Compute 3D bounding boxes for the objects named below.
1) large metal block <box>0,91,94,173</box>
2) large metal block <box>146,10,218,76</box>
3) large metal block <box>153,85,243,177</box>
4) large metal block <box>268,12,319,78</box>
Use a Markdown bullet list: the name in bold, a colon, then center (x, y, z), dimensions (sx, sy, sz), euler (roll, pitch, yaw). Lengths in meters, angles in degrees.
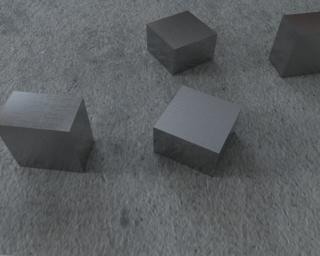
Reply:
- **large metal block**: center (-0.128, 0.006, 0.360), dimensions (0.080, 0.080, 0.050), euler (5, 50, 4)
- **large metal block**: center (0.034, -0.141, 0.506), dimensions (0.081, 0.050, 0.080), euler (-25, 55, -20)
- **large metal block**: center (0.046, 0.002, 0.386), dimensions (0.080, 0.050, 0.080), euler (22, 53, 17)
- **large metal block**: center (0.226, -0.129, 0.479), dimensions (0.081, 0.080, 0.050), euler (-8, 51, -7)
